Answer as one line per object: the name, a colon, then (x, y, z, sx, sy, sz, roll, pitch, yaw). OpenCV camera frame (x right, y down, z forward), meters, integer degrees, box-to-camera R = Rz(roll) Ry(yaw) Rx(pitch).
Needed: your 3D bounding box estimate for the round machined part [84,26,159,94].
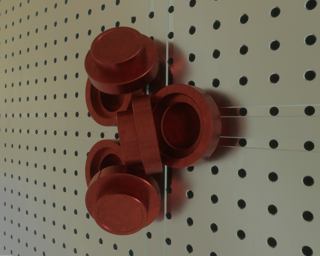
round machined part: (-0.051, -0.094, 0.406, 0.098, 0.042, 0.098, -4, 56, 6)

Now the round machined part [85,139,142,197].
round machined part: (-0.062, 0.065, 0.450, 0.098, 0.042, 0.097, 0, 90, 40)

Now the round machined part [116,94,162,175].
round machined part: (-0.027, 0.010, 0.382, 0.042, 0.098, 0.098, -10, 81, -3)

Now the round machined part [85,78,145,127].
round machined part: (-0.061, -0.051, 0.449, 0.098, 0.042, 0.097, 0, 90, 40)

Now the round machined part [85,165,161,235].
round machined part: (-0.049, 0.099, 0.402, 0.099, 0.042, 0.097, 1, 117, 1)

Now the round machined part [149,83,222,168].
round machined part: (0.031, -0.003, 0.373, 0.098, 0.042, 0.097, 0, 90, 40)
